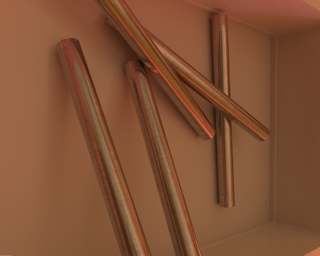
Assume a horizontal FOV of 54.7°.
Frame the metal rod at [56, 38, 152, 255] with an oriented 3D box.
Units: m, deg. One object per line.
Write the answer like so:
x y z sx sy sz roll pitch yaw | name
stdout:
-0.045 0.048 0.290 0.025 0.025 0.299 -9 71 -40 | metal rod

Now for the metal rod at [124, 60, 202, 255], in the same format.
0.008 0.058 0.332 0.025 0.025 0.299 1 64 -40 | metal rod

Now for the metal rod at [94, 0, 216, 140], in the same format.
-0.006 -0.080 0.374 0.300 0.025 0.025 48 61 -38 | metal rod

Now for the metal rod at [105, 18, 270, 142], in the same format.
0.055 -0.061 0.430 0.301 0.025 0.025 33 70 -28 | metal rod

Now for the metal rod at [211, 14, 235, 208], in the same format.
0.100 -0.025 0.489 0.025 0.025 0.298 -5 93 -40 | metal rod
